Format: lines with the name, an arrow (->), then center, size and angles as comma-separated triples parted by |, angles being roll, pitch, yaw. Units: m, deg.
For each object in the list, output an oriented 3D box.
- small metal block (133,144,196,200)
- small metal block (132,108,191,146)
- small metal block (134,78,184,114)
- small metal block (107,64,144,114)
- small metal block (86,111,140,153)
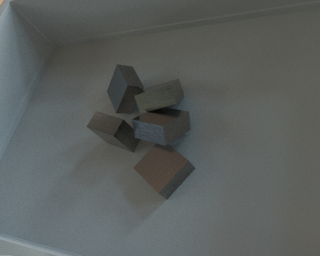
small metal block -> 0.005, 0.048, 0.372 | 0.050, 0.025, 0.050 | -47, 52, -5
small metal block -> 0.002, -0.004, 0.387 | 0.050, 0.025, 0.050 | 13, 30, 39
small metal block -> 0.000, -0.043, 0.413 | 0.050, 0.025, 0.050 | -14, 14, 20
small metal block -> -0.051, -0.056, 0.449 | 0.050, 0.025, 0.050 | -62, 41, 35
small metal block -> -0.061, 0.005, 0.417 | 0.050, 0.050, 0.025 | 17, 71, 34
